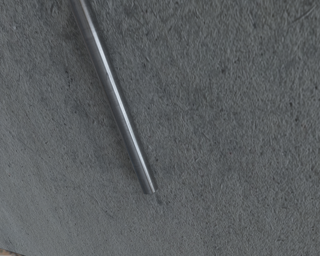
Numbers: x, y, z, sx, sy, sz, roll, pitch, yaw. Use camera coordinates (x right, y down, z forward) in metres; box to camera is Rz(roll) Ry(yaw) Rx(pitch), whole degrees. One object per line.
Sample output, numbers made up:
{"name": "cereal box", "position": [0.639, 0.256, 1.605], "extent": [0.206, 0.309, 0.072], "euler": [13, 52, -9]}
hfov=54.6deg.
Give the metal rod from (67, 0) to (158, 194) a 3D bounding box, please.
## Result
{"name": "metal rod", "position": [-0.058, -0.037, 0.414], "extent": [0.025, 0.025, 0.299], "euler": [-4, 117, 30]}
